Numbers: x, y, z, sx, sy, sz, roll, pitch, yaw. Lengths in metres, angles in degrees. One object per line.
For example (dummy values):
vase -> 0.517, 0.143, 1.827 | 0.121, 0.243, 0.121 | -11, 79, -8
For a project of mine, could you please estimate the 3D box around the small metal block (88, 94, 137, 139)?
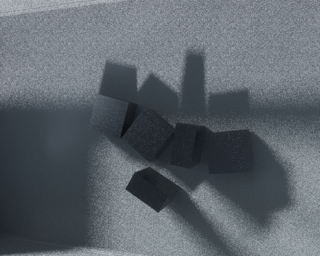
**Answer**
small metal block -> -0.066, -0.016, 0.430 | 0.050, 0.025, 0.050 | 16, 95, 19

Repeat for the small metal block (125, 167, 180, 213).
small metal block -> -0.008, 0.077, 0.397 | 0.050, 0.050, 0.025 | 32, 101, 16

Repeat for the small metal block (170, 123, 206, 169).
small metal block -> 0.035, 0.020, 0.382 | 0.025, 0.050, 0.050 | 10, 93, 19

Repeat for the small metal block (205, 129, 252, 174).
small metal block -> 0.085, 0.029, 0.378 | 0.050, 0.025, 0.050 | -6, 88, 19

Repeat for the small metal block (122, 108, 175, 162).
small metal block -> -0.013, 0.009, 0.411 | 0.050, 0.025, 0.050 | 40, 102, 15
